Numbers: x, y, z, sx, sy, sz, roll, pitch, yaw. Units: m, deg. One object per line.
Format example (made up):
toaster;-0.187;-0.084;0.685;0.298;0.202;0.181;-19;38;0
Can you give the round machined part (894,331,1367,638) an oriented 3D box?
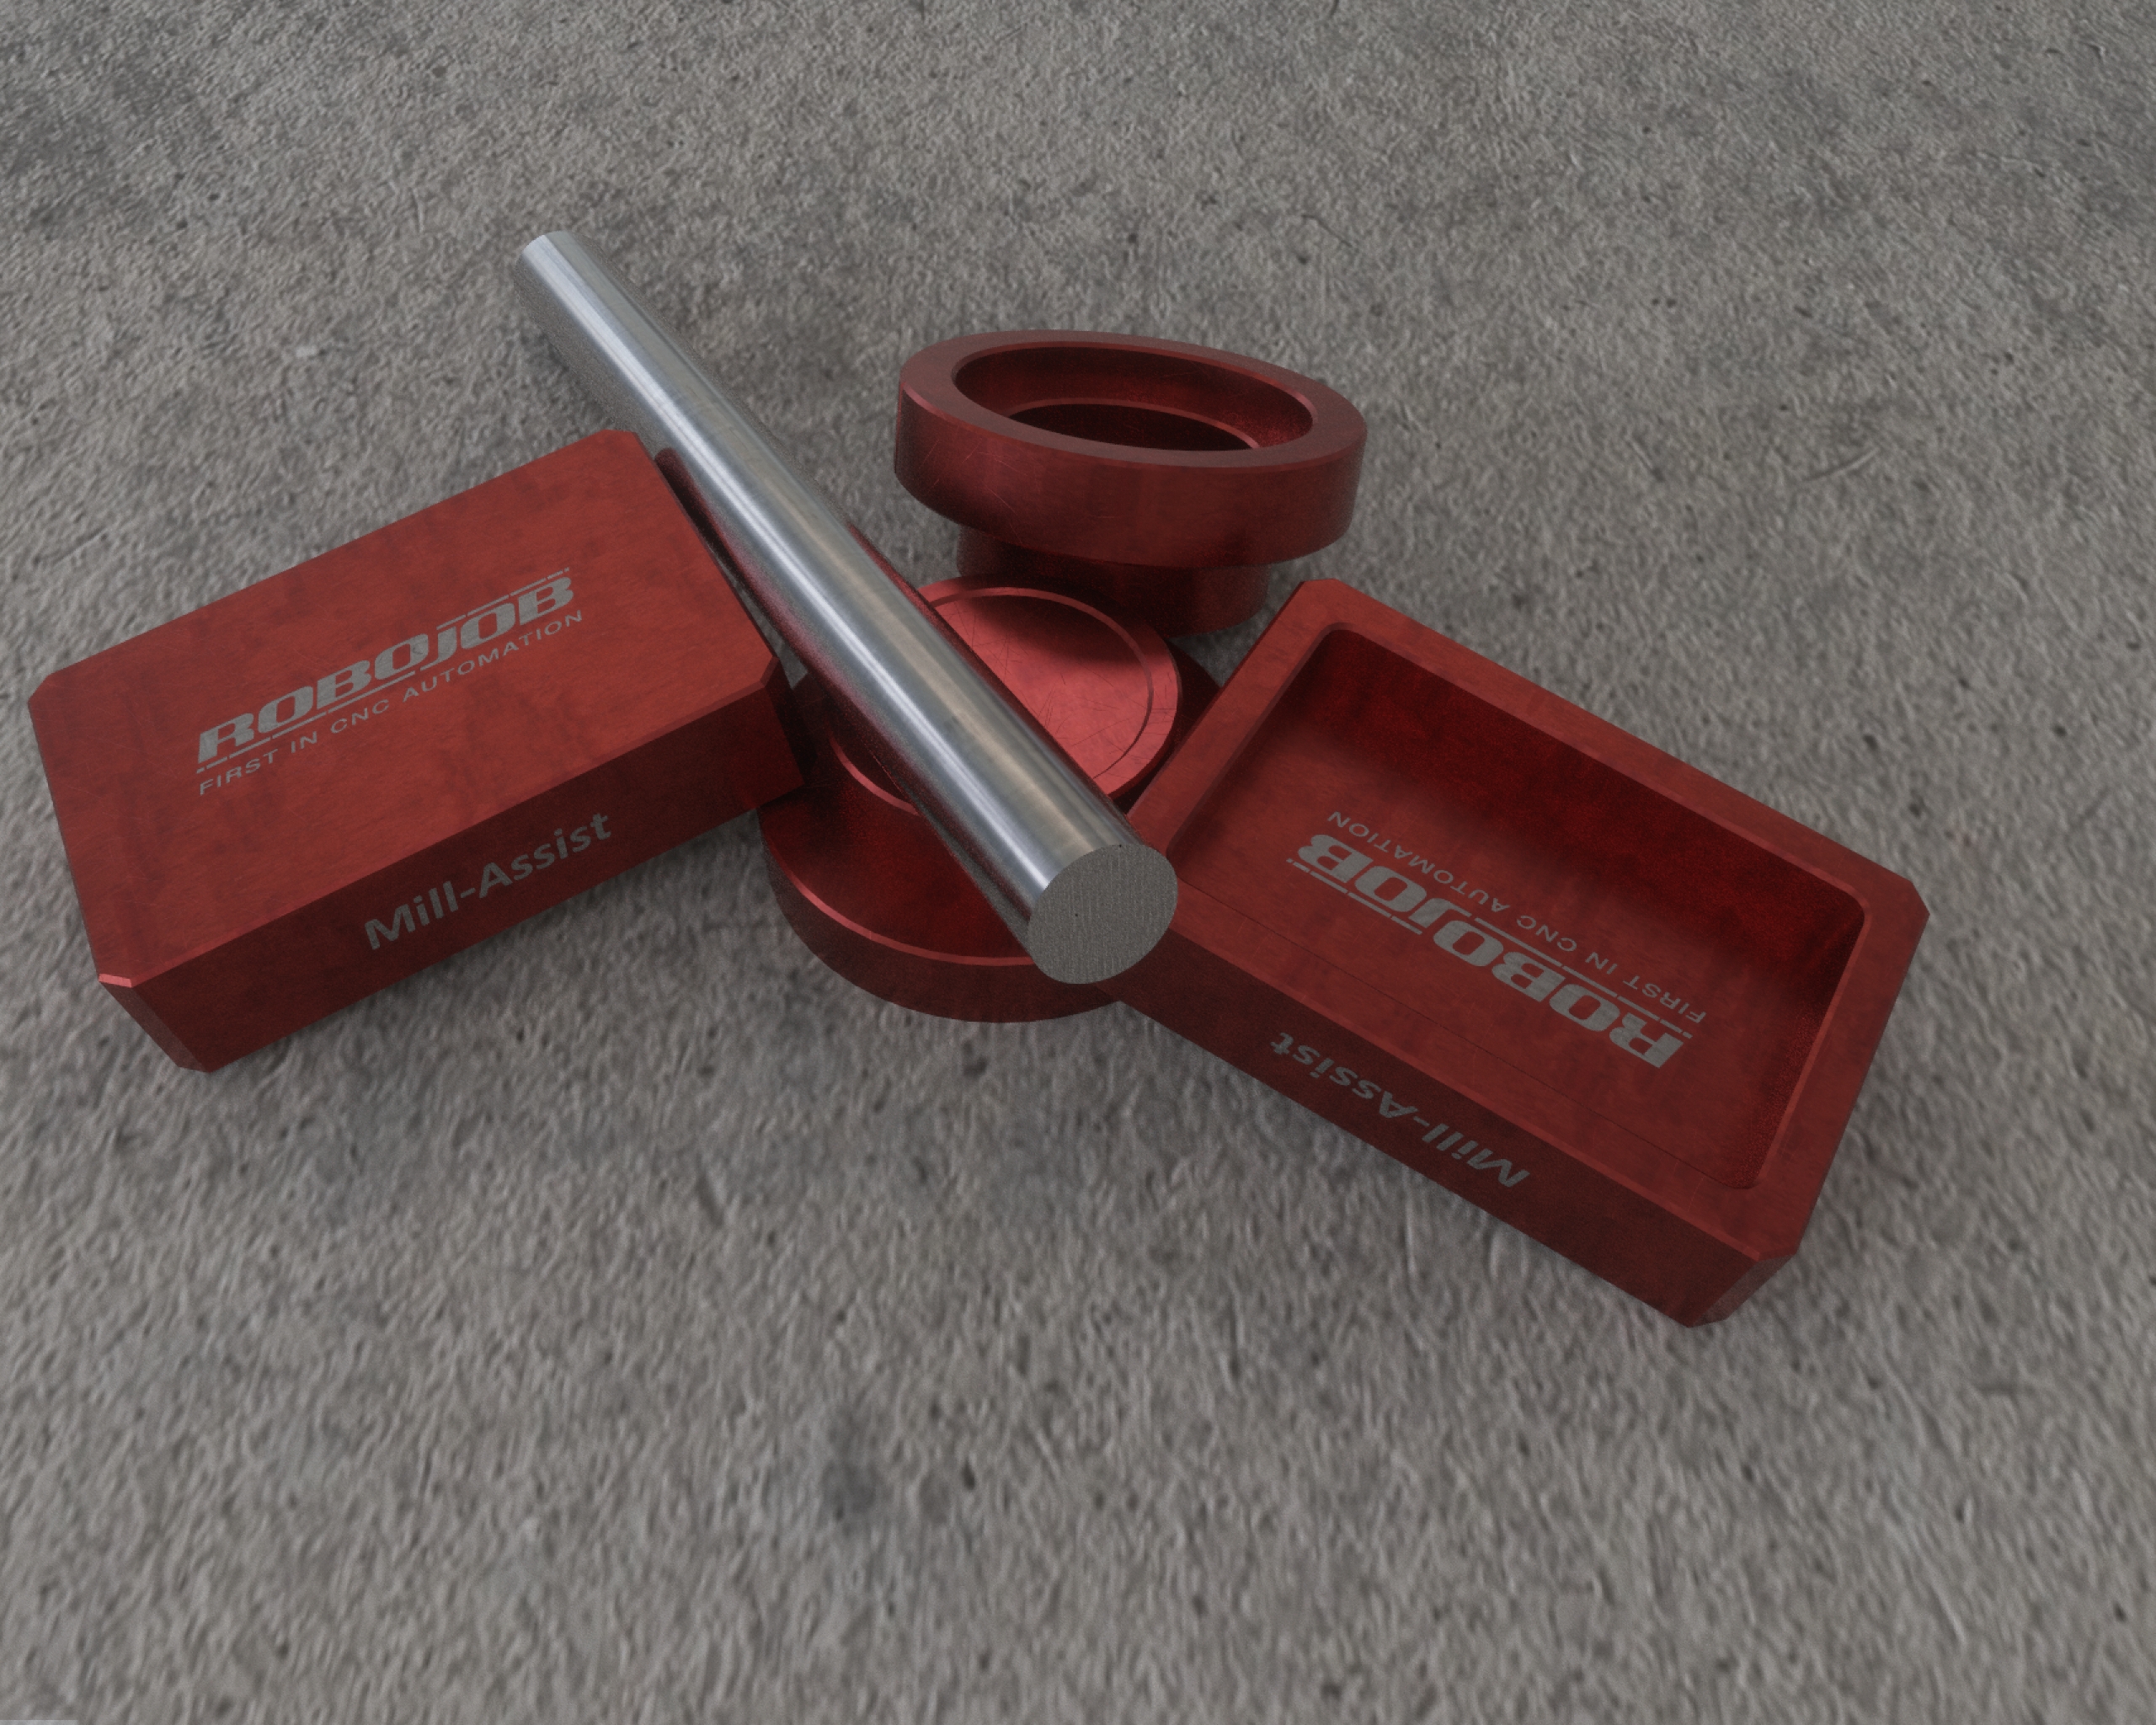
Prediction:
round machined part;0.010;-0.080;0.447;0.099;0.042;0.098;6;28;-3

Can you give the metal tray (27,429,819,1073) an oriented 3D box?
metal tray;-0.129;-0.026;0.408;0.131;0.030;0.090;-27;52;-11

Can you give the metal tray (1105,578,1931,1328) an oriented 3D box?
metal tray;0.076;0.012;0.378;0.130;0.030;0.090;30;55;10

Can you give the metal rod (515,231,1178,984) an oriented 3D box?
metal rod;-0.063;-0.070;0.420;0.025;0.025;0.300;-22;40;-17

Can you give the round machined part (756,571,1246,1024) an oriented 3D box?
round machined part;-0.014;-0.020;0.411;0.099;0.042;0.098;0;50;0
